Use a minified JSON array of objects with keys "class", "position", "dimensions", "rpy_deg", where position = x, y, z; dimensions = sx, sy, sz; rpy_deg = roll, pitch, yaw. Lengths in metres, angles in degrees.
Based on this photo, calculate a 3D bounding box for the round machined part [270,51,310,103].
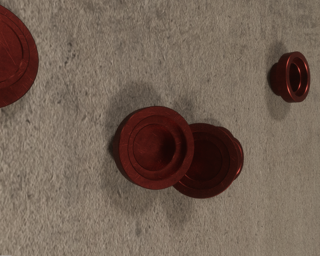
[{"class":"round machined part","position":[0.253,-0.098,0.609],"dimensions":[0.099,0.042,0.097],"rpy_deg":[0,90,-40]}]

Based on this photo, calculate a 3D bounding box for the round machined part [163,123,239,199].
[{"class":"round machined part","position":[0.056,0.044,0.419],"dimensions":[0.042,0.098,0.097],"rpy_deg":[23,72,-75]}]

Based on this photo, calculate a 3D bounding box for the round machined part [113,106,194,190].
[{"class":"round machined part","position":[-0.011,0.023,0.377],"dimensions":[0.099,0.042,0.097],"rpy_deg":[1,88,-27]}]

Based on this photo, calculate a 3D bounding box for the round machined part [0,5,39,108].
[{"class":"round machined part","position":[-0.154,-0.064,0.265],"dimensions":[0.099,0.042,0.097],"rpy_deg":[0,90,-40]}]

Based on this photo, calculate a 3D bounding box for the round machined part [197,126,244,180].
[{"class":"round machined part","position":[0.091,0.046,0.473],"dimensions":[0.099,0.042,0.097],"rpy_deg":[0,90,-40]}]
